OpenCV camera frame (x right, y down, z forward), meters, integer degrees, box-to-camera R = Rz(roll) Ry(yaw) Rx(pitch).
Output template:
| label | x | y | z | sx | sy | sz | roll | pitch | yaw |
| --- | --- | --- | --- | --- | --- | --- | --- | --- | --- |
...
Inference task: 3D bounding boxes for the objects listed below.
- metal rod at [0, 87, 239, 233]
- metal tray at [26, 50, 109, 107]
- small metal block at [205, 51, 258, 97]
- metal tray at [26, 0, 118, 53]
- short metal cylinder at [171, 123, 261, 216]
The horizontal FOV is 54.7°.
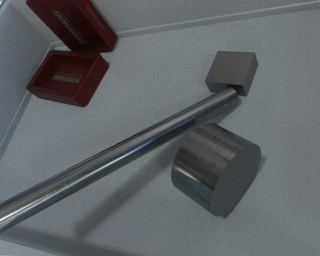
| label | x | y | z | sx | sy | sz | roll | pitch | yaw |
| --- | --- | --- | --- | --- | --- | --- | --- | --- | --- |
| metal rod | -0.036 | 0.026 | 0.333 | 0.302 | 0.025 | 0.025 | -27 | 48 | -20 |
| metal tray | -0.162 | -0.089 | 0.539 | 0.130 | 0.030 | 0.090 | 12 | 68 | 32 |
| small metal block | 0.093 | -0.071 | 0.400 | 0.050 | 0.025 | 0.050 | 12 | 67 | 32 |
| metal tray | -0.144 | -0.179 | 0.521 | 0.090 | 0.130 | 0.030 | 2 | 63 | 29 |
| short metal cylinder | 0.058 | 0.041 | 0.314 | 0.050 | 0.080 | 0.080 | 31 | 79 | 37 |
